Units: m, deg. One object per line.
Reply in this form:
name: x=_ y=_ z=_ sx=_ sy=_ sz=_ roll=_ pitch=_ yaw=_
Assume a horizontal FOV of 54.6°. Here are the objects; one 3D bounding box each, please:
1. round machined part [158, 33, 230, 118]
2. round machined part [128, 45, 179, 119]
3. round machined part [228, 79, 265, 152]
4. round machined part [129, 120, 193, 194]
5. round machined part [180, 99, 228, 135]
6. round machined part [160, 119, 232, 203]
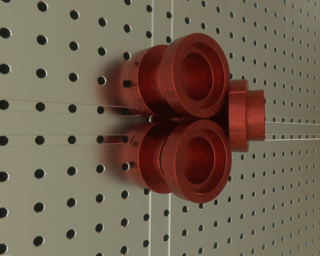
round machined part: x=0.037 y=-0.060 z=0.372 sx=0.099 sy=0.042 sz=0.097 roll=0 pitch=90 yaw=-40
round machined part: x=0.010 y=-0.060 z=0.407 sx=0.099 sy=0.042 sz=0.097 roll=0 pitch=90 yaw=-40
round machined part: x=0.118 y=-0.016 z=0.413 sx=0.098 sy=0.042 sz=0.097 roll=-1 pitch=90 yaw=-72
round machined part: x=0.011 y=0.038 z=0.407 sx=0.099 sy=0.042 sz=0.097 roll=0 pitch=90 yaw=-40
round machined part: x=0.080 y=-0.017 z=0.464 sx=0.099 sy=0.042 sz=0.097 roll=0 pitch=90 yaw=-40
round machined part: x=0.040 y=0.038 z=0.375 sx=0.099 sy=0.042 sz=0.097 roll=0 pitch=90 yaw=-40
